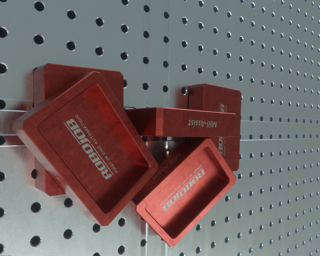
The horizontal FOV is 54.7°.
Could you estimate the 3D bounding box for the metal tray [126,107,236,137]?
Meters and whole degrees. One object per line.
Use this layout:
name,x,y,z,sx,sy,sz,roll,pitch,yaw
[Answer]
metal tray,0.020,-0.005,0.384,0.131,0.090,0.030,2,89,-40

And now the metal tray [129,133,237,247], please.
metal tray,0.032,0.081,0.411,0.130,0.030,0.090,-42,118,-13

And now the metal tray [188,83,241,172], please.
metal tray,0.085,0.002,0.479,0.091,0.030,0.129,4,88,-40

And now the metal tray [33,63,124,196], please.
metal tray,-0.085,0.001,0.336,0.091,0.030,0.129,-1,92,-40

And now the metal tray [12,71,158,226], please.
metal tray,-0.066,0.021,0.310,0.090,0.030,0.130,-46,118,-31
